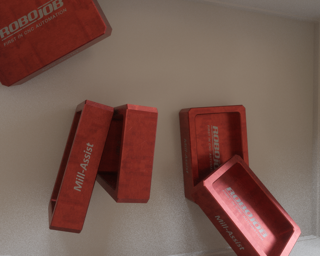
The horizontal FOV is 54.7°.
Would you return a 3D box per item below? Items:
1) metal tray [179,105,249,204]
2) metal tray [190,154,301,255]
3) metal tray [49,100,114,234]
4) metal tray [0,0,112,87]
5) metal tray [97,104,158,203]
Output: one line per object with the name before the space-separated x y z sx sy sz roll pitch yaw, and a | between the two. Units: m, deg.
metal tray | 0.078 0.035 0.438 0.091 0.030 0.129 -5 92 -20
metal tray | 0.110 0.106 0.392 0.091 0.030 0.130 -28 75 -44
metal tray | -0.090 0.038 0.343 0.030 0.090 0.129 16 85 -20
metal tray | -0.130 -0.112 0.331 0.130 0.030 0.090 -26 100 8
metal tray | -0.042 0.023 0.340 0.030 0.130 0.089 7 88 -20
